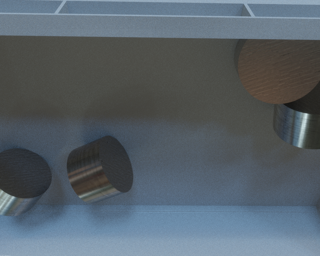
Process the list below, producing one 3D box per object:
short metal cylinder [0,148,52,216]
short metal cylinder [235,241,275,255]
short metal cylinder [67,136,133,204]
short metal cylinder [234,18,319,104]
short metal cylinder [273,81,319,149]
[{"bbox_3d":[-0.202,0.075,0.435,0.080,0.080,0.050,30,124,-23],"label":"short metal cylinder"},{"bbox_3d":[0.197,0.274,0.630,0.081,0.050,0.079,0,130,0],"label":"short metal cylinder"},{"bbox_3d":[-0.079,0.056,0.420,0.050,0.080,0.080,-22,127,18],"label":"short metal cylinder"},{"bbox_3d":[0.119,-0.070,0.318,0.080,0.050,0.079,3,111,7],"label":"short metal cylinder"},{"bbox_3d":[0.174,-0.021,0.356,0.080,0.080,0.050,-7,130,6],"label":"short metal cylinder"}]
